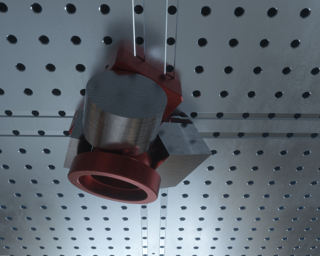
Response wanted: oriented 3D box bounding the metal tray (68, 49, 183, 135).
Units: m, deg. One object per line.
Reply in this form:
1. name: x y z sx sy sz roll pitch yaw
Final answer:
1. metal tray: -0.045 -0.023 0.389 0.090 0.030 0.129 28 125 -22

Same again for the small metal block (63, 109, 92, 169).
1. small metal block: -0.092 0.015 0.365 0.025 0.050 0.050 15 128 -13

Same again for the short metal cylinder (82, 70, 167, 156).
1. short metal cylinder: -0.038 -0.017 0.321 0.081 0.080 0.050 10 129 -9

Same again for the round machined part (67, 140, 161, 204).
1. round machined part: -0.047 0.048 0.342 0.099 0.042 0.098 9 151 6

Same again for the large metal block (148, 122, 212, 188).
1. large metal block: 0.006 0.038 0.404 0.081 0.050 0.080 3 139 -45
